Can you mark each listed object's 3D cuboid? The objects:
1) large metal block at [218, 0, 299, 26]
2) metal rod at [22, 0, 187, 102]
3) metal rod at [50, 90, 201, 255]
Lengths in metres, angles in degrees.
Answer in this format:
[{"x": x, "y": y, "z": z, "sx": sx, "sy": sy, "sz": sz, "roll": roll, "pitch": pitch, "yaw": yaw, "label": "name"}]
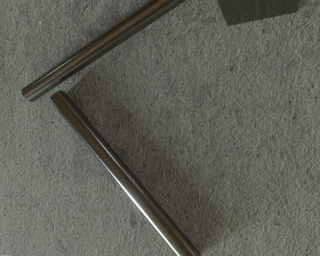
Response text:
[{"x": 0.108, "y": -0.157, "z": 0.342, "sx": 0.080, "sy": 0.080, "sz": 0.050, "roll": -6, "pitch": 88, "yaw": 19, "label": "large metal block"}, {"x": -0.077, "y": -0.119, "z": 0.434, "sx": 0.300, "sy": 0.025, "sz": 0.025, "roll": -28, "pitch": 81, "yaw": 17, "label": "metal rod"}, {"x": -0.055, "y": 0.061, "z": 0.427, "sx": 0.025, "sy": 0.025, "sz": 0.300, "roll": -46, "pitch": 76, "yaw": 14, "label": "metal rod"}]
